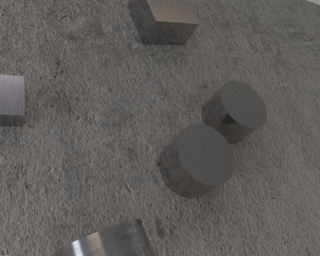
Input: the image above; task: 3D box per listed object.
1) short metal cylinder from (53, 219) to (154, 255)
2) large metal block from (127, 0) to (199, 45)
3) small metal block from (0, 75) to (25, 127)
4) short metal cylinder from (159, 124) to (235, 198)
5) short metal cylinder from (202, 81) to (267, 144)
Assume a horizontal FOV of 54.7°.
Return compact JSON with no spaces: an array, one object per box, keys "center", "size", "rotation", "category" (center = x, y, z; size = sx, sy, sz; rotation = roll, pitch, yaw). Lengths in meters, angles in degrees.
[{"center":[-0.046,0.119,0.271],"size":[0.081,0.080,0.050],"rotation":[-11,67,-33],"category":"short metal cylinder"},{"center":[0.004,-0.183,0.501],"size":[0.081,0.050,0.080],"rotation":[-8,66,-32],"category":"large metal block"},{"center":[-0.172,-0.029,0.329],"size":[0.050,0.025,0.050],"rotation":[1,61,-28],"category":"small metal block"},{"center":[0.045,0.042,0.387],"size":[0.081,0.050,0.080],"rotation":[14,56,-21],"category":"short metal cylinder"},{"center":[0.110,-0.023,0.461],"size":[0.081,0.050,0.080],"rotation":[14,56,-21],"category":"short metal cylinder"}]
